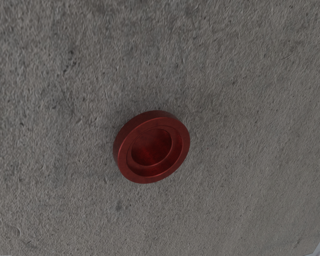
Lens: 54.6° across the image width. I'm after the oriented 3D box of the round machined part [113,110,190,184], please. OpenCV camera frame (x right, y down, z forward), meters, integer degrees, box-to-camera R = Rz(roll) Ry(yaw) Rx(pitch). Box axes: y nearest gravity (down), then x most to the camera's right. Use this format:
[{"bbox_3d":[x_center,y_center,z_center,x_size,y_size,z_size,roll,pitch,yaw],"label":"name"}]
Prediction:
[{"bbox_3d":[-0.014,0.020,0.400,0.099,0.042,0.097,-14,124,-21],"label":"round machined part"}]
